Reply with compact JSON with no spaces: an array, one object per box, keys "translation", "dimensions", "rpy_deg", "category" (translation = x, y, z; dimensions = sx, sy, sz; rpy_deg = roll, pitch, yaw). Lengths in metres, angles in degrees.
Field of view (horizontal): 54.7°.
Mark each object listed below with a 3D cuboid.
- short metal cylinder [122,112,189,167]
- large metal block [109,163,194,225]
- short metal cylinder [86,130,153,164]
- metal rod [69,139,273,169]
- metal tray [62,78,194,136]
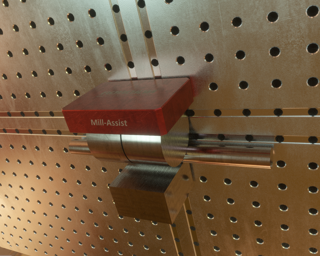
[{"translation":[-0.003,0.006,0.377],"dimensions":[0.050,0.080,0.079],"rpy_deg":[2,119,27],"category":"short metal cylinder"},{"translation":[-0.009,0.079,0.423],"dimensions":[0.080,0.080,0.050],"rpy_deg":[1,119,28],"category":"large metal block"},{"translation":[-0.049,0.005,0.401],"dimensions":[0.050,0.080,0.080],"rpy_deg":[1,119,28],"category":"short metal cylinder"},{"translation":[-0.004,0.033,0.428],"dimensions":[0.300,0.025,0.025],"rpy_deg":[1,119,27],"category":"metal rod"},{"translation":[-0.037,-0.027,0.367],"dimensions":[0.130,0.090,0.030],"rpy_deg":[1,119,27],"category":"metal tray"}]
